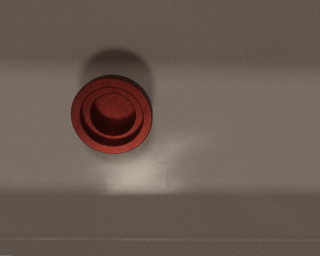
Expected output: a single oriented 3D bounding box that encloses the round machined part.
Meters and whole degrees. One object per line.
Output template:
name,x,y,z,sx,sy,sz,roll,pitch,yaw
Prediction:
round machined part,-0.058,-0.020,0.394,0.099,0.042,0.097,0,110,-1
